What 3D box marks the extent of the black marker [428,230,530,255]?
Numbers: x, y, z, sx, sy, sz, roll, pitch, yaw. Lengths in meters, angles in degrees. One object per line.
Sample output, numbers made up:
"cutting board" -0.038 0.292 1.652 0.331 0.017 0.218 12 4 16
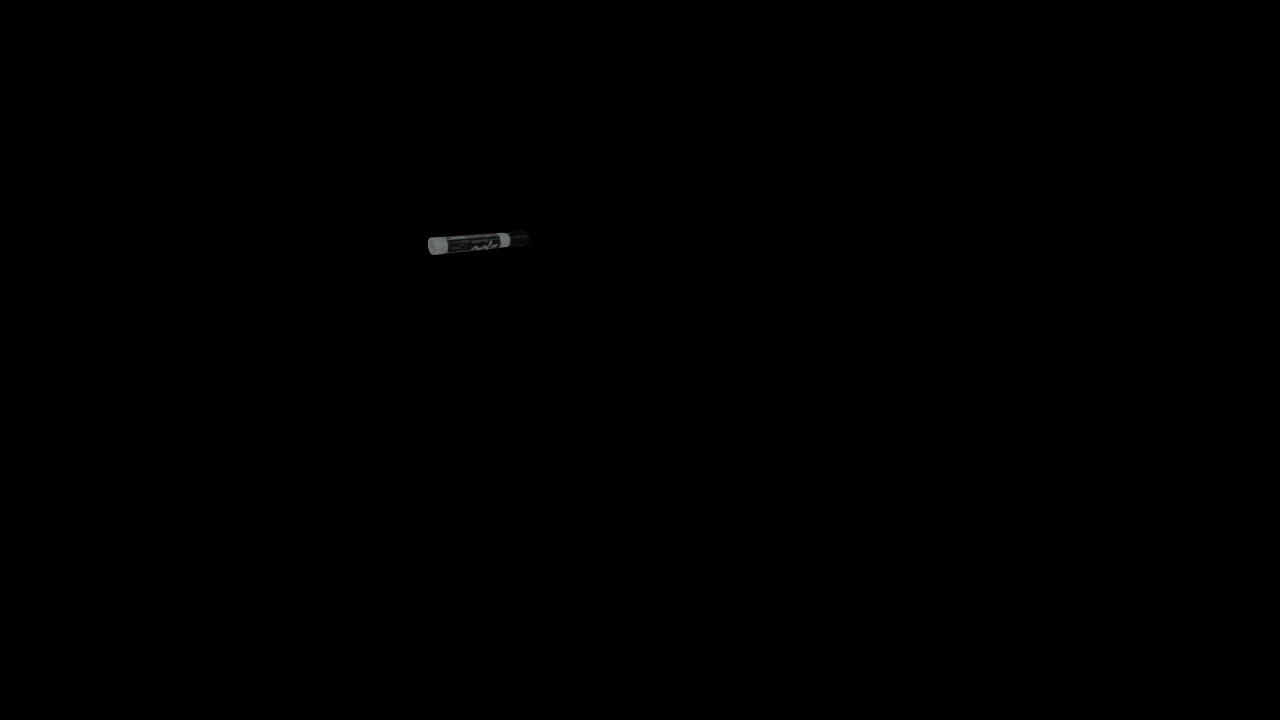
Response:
"black marker" -0.179 -0.134 0.699 0.121 0.020 0.020 -15 10 -39
